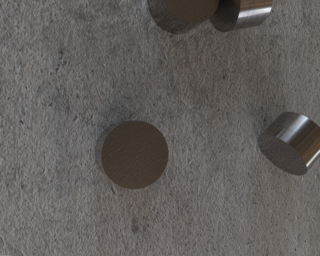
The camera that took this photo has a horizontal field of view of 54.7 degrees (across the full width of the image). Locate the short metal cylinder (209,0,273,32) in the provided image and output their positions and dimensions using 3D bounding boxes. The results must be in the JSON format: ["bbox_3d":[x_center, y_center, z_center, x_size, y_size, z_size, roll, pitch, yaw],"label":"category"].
[{"bbox_3d":[0.104,-0.174,0.418,0.050,0.080,0.080,-16,96,-19],"label":"short metal cylinder"}]

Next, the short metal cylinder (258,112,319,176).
[{"bbox_3d":[0.191,0.023,0.450,0.050,0.080,0.080,-43,104,-15],"label":"short metal cylinder"}]

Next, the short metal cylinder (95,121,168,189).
[{"bbox_3d":[-0.036,0.031,0.382,0.081,0.050,0.080,0,90,-20],"label":"short metal cylinder"}]

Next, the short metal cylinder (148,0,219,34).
[{"bbox_3d":[0.030,-0.170,0.406,0.081,0.050,0.080,0,90,-20],"label":"short metal cylinder"}]
